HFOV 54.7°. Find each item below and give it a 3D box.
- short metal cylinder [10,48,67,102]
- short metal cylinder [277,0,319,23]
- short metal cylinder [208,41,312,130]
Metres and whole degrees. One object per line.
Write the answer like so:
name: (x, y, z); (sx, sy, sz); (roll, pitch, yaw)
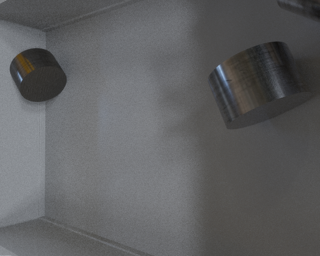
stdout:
short metal cylinder: (-0.213, -0.092, 0.543); (0.080, 0.081, 0.050); (-52, 60, 27)
short metal cylinder: (0.142, -0.129, 0.253); (0.050, 0.081, 0.079); (39, 114, 33)
short metal cylinder: (0.092, -0.037, 0.294); (0.080, 0.081, 0.050); (-30, 72, 36)
